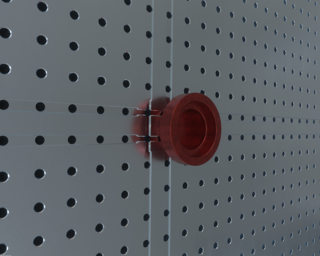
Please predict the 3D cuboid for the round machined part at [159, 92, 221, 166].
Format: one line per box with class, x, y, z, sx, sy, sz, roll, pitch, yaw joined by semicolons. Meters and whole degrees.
round machined part;0.037;0.001;0.428;0.099;0.042;0.097;0;90;-40
